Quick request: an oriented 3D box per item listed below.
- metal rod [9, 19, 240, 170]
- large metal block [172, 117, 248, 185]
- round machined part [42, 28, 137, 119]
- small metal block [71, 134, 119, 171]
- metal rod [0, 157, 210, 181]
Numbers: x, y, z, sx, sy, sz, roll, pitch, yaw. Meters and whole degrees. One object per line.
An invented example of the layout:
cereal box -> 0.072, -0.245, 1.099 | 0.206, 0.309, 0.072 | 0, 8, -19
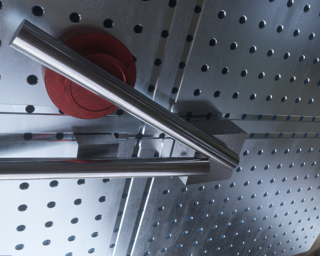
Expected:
metal rod -> -0.008, -0.016, 0.336 | 0.301, 0.025, 0.025 | 30, 102, -35
large metal block -> 0.068, 0.032, 0.450 | 0.081, 0.050, 0.079 | -2, 120, -28
round machined part -> -0.071, -0.052, 0.330 | 0.099, 0.042, 0.097 | -14, 125, -21
small metal block -> -0.083, 0.035, 0.389 | 0.050, 0.025, 0.050 | -1, 119, -29
metal rod -> -0.084, 0.047, 0.360 | 0.302, 0.025, 0.025 | 2, 118, -18
